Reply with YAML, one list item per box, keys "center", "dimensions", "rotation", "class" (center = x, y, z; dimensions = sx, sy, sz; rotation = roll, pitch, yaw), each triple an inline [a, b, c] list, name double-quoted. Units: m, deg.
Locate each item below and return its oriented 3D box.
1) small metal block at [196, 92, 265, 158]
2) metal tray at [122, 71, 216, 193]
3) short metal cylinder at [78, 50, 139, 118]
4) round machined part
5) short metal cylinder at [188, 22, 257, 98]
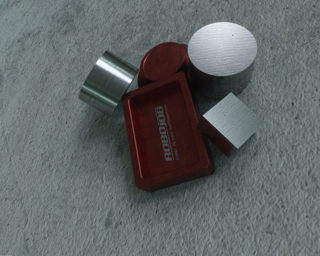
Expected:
- center: [0.078, -0.004, 0.344]
  dimensions: [0.050, 0.025, 0.050]
  rotation: [-38, 76, -27]
  class: "small metal block"
- center: [0.007, 0.004, 0.381]
  dimensions: [0.090, 0.030, 0.130]
  rotation: [-20, 64, 16]
  class: "metal tray"
- center: [-0.071, -0.062, 0.437]
  dimensions: [0.050, 0.080, 0.080]
  rotation: [31, 74, -7]
  class: "short metal cylinder"
- center: [0.011, -0.083, 0.440]
  dimensions: [0.098, 0.042, 0.098]
  rotation: [-13, 56, 21]
  class: "round machined part"
- center: [0.076, -0.084, 0.387]
  dimensions: [0.080, 0.050, 0.080]
  rotation: [-3, 64, 7]
  class: "short metal cylinder"
